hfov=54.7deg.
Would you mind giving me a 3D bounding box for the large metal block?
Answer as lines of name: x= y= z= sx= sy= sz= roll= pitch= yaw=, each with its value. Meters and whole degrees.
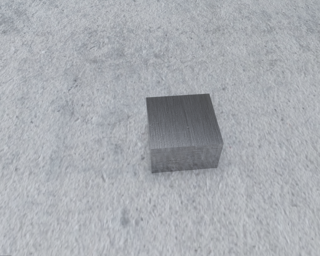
large metal block: x=0.026 y=0.005 z=0.383 sx=0.081 sy=0.050 sz=0.080 roll=-4 pitch=50 yaw=-4
